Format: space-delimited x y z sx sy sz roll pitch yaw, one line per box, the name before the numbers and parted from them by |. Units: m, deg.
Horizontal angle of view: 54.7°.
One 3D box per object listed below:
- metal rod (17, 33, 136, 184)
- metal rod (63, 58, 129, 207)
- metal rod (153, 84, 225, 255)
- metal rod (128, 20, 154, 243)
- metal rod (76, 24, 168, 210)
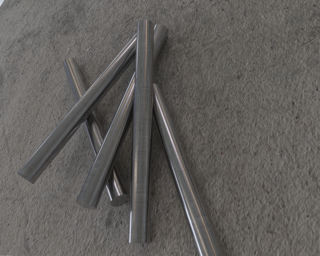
metal rod | -0.096 -0.049 0.457 0.025 0.025 0.300 17 62 35
metal rod | -0.105 -0.014 0.468 0.025 0.025 0.300 -34 51 6
metal rod | 0.028 0.059 0.352 0.025 0.025 0.299 -27 52 11
metal rod | -0.022 -0.012 0.397 0.025 0.025 0.299 -10 65 23
metal rod | -0.042 -0.035 0.427 0.025 0.025 0.300 1 56 29
